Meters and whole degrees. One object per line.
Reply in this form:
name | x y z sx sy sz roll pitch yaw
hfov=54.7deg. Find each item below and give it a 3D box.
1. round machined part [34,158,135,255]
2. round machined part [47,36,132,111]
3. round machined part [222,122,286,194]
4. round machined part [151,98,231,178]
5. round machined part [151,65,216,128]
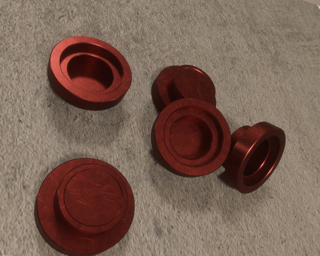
round machined part | -0.071 0.074 0.310 0.099 0.042 0.098 14 56 -21
round machined part | -0.088 -0.063 0.385 0.099 0.042 0.098 14 56 -21
round machined part | 0.120 0.035 0.415 0.099 0.097 0.042 -17 35 -35
round machined part | 0.036 0.014 0.393 0.099 0.042 0.098 4 75 -14
round machined part | 0.041 -0.052 0.449 0.099 0.042 0.098 14 56 -21
